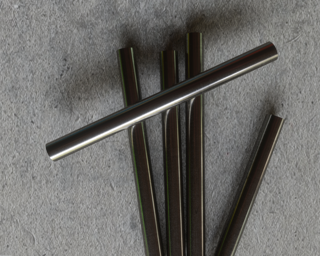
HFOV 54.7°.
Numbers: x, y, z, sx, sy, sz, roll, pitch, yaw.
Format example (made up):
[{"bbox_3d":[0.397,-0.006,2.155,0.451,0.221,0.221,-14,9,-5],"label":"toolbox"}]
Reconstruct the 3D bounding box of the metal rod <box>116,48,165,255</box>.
[{"bbox_3d":[-0.024,0.045,0.409,0.025,0.025,0.298,-8,90,0],"label":"metal rod"}]

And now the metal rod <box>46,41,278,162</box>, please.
[{"bbox_3d":[0.003,-0.033,0.383,0.301,0.025,0.025,-25,90,0],"label":"metal rod"}]

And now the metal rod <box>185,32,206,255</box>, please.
[{"bbox_3d":[0.047,0.026,0.410,0.025,0.025,0.298,-1,90,0],"label":"metal rod"}]

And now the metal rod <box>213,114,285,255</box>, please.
[{"bbox_3d":[0.101,0.125,0.410,0.025,0.025,0.299,21,90,0],"label":"metal rod"}]

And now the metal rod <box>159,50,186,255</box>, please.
[{"bbox_3d":[0.017,0.049,0.409,0.025,0.025,0.298,-2,90,0],"label":"metal rod"}]
